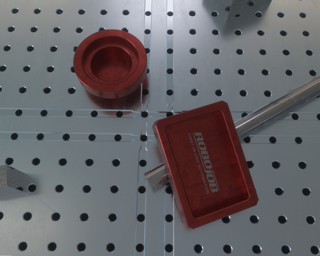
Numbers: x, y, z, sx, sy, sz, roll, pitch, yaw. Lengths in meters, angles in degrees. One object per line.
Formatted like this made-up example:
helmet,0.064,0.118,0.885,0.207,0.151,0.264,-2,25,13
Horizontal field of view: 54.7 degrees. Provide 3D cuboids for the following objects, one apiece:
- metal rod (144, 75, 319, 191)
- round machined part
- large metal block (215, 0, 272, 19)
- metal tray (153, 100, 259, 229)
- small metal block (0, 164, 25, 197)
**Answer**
metal rod,0.116,-0.003,0.413,0.302,0.025,0.025,-28,73,-10
round machined part,-0.066,-0.085,0.433,0.099,0.042,0.098,0,70,0
large metal block,0.126,-0.229,0.483,0.080,0.050,0.080,-23,72,-8
metal tray,0.053,0.042,0.370,0.091,0.030,0.129,-17,89,-10
small metal block,-0.199,0.066,0.373,0.050,0.050,0.025,-10,71,-4
